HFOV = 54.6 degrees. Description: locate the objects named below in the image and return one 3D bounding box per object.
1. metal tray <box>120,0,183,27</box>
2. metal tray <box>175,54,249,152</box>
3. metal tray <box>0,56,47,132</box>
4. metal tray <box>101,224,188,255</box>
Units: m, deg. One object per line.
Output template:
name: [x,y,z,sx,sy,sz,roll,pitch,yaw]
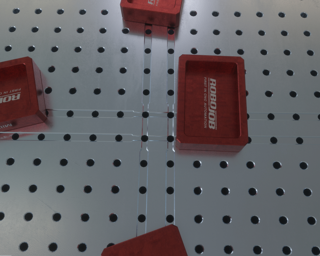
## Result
metal tray: [-0.005,-0.227,0.492,0.090,0.030,0.130,9,70,3]
metal tray: [0.069,-0.036,0.422,0.090,0.030,0.130,3,70,1]
metal tray: [-0.230,-0.040,0.422,0.131,0.030,0.090,-14,71,-5]
metal tray: [-0.003,0.184,0.342,0.090,0.030,0.130,-18,71,-7]
